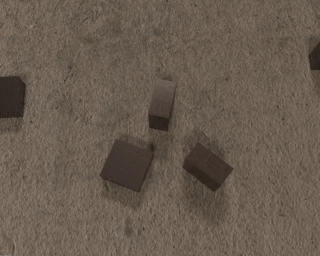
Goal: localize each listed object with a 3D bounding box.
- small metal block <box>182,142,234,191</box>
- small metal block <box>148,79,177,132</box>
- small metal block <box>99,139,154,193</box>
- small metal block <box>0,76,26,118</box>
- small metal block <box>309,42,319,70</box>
[{"bbox_3d":[0.057,0.049,0.378,0.050,0.050,0.025,37,74,12],"label":"small metal block"},{"bbox_3d":[0.003,-0.029,0.405,0.025,0.050,0.050,12,70,4],"label":"small metal block"},{"bbox_3d":[-0.041,0.048,0.390,0.050,0.025,0.050,20,71,6],"label":"small metal block"},{"bbox_3d":[-0.215,-0.041,0.421,0.050,0.025,0.050,-3,70,-2],"label":"small metal block"},{"bbox_3d":[0.248,-0.104,0.436,0.050,0.050,0.025,3,70,0],"label":"small metal block"}]
